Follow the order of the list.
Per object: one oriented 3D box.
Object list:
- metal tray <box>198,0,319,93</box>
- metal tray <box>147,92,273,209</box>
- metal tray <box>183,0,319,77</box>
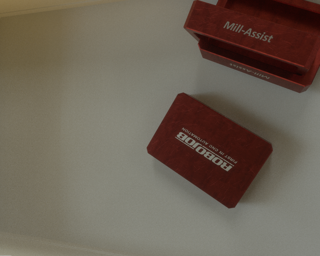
[{"bbox_3d":[0.121,-0.106,0.355,0.130,0.030,0.090,24,89,16],"label":"metal tray"},{"bbox_3d":[0.060,0.025,0.387,0.130,0.030,0.090,33,101,17],"label":"metal tray"},{"bbox_3d":[0.100,-0.094,0.339,0.130,0.090,0.030,25,100,18],"label":"metal tray"}]
